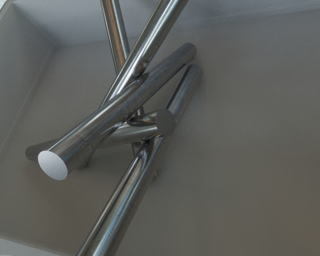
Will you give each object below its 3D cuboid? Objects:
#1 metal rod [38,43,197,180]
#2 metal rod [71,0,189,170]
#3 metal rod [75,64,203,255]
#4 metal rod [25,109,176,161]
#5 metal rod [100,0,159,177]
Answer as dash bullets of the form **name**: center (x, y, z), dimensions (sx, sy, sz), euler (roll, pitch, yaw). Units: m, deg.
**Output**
- **metal rod**: center (-0.017, -0.044, 0.337), dimensions (0.025, 0.025, 0.301), euler (-2, 27, 27)
- **metal rod**: center (-0.041, -0.053, 0.365), dimensions (0.298, 0.025, 0.025), euler (-53, 45, 31)
- **metal rod**: center (-0.002, 0.012, 0.321), dimensions (0.025, 0.025, 0.301), euler (-3, 35, 27)
- **metal rod**: center (-0.097, 0.017, 0.382), dimensions (0.299, 0.025, 0.025), euler (-12, 54, 45)
- **metal rod**: center (-0.047, -0.081, 0.405), dimensions (0.025, 0.025, 0.299), euler (-17, 79, 19)
